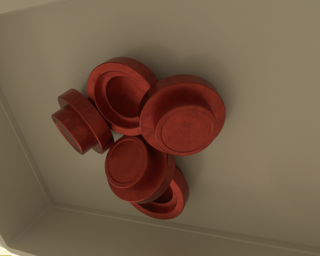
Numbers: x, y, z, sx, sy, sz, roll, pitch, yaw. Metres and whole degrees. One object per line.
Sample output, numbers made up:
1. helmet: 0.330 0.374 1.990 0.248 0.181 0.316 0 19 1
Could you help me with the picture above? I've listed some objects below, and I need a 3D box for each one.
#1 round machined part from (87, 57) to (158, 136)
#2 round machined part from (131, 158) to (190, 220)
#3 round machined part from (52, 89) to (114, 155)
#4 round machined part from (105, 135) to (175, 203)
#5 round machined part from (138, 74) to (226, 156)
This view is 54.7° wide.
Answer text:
1. round machined part: -0.039 -0.042 0.389 0.098 0.042 0.097 13 124 21
2. round machined part: -0.003 0.081 0.447 0.098 0.042 0.097 13 124 21
3. round machined part: -0.110 -0.002 0.424 0.098 0.042 0.098 41 156 23
4. round machined part: -0.033 0.047 0.405 0.098 0.098 0.042 -6 159 31
5. round machined part: 0.026 -0.007 0.348 0.099 0.042 0.097 -4 125 -6
